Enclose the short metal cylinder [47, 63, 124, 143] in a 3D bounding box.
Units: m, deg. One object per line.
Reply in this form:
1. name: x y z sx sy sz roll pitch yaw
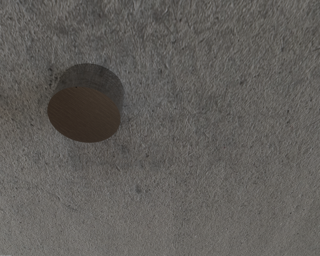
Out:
1. short metal cylinder: -0.085 -0.029 0.366 0.080 0.050 0.080 0 130 0
